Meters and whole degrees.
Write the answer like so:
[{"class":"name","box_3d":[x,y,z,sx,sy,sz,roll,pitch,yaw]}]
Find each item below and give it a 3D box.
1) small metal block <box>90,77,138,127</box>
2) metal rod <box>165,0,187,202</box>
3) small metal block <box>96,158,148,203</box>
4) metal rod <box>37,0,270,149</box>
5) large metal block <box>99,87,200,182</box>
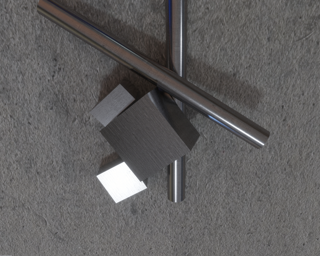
[{"class":"small metal block","box_3d":[-0.055,-0.034,0.383,0.050,0.050,0.025,-41,104,13]},{"class":"metal rod","box_3d":[0.021,-0.039,0.395,0.025,0.025,0.298,-1,110,0]},{"class":"small metal block","box_3d":[-0.052,0.070,0.435,0.050,0.025,0.050,-28,108,9]},{"class":"metal rod","box_3d":[-0.005,-0.064,0.362,0.301,0.025,0.025,31,107,-2]},{"class":"large metal block","box_3d":[-0.011,0.006,0.380,0.080,0.050,0.080,-35,95,28]}]
